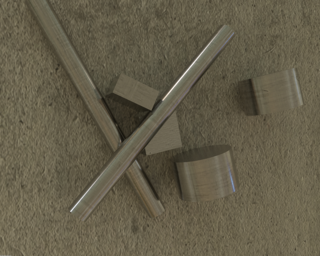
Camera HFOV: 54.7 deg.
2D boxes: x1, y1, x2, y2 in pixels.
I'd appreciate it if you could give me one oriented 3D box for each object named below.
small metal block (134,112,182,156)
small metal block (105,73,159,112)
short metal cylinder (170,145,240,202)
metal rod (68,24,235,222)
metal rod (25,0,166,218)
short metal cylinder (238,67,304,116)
[{"bbox_3d":[-0.003,0.005,0.408,0.050,0.025,0.050,-12,94,-20],"label":"small metal block"},{"bbox_3d":[-0.036,-0.042,0.382,0.050,0.050,0.025,24,82,-19],"label":"small metal block"},{"bbox_3d":[0.058,0.056,0.401,0.081,0.080,0.050,-15,95,-19],"label":"short metal cylinder"},{"bbox_3d":[-0.001,-0.017,0.381,0.025,0.025,0.300,43,75,-15],"label":"metal rod"},{"bbox_3d":[-0.074,-0.019,0.381,0.025,0.025,0.299,-31,100,-17],"label":"metal rod"},{"bbox_3d":[0.155,-0.051,0.437,0.081,0.080,0.050,-16,96,-19],"label":"short metal cylinder"}]
